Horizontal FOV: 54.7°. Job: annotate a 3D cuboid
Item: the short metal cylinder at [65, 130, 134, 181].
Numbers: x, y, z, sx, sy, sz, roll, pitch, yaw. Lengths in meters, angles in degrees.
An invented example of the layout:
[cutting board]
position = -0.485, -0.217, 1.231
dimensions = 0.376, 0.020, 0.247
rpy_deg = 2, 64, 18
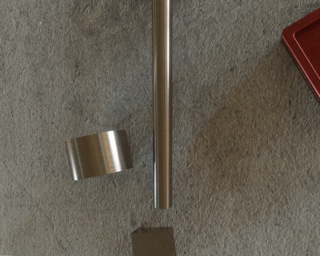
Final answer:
[short metal cylinder]
position = -0.079, 0.035, 0.406
dimensions = 0.080, 0.080, 0.050
rpy_deg = -13, 86, 19

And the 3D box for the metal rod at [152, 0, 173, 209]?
[metal rod]
position = 0.003, -0.046, 0.390
dimensions = 0.025, 0.025, 0.298
rpy_deg = 2, 97, 19

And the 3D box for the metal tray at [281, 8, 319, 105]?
[metal tray]
position = 0.204, -0.072, 0.334
dimensions = 0.090, 0.030, 0.130
rpy_deg = -30, 81, 17

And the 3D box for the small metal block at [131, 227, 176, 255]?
[small metal block]
position = -0.008, 0.161, 0.411
dimensions = 0.050, 0.025, 0.050
rpy_deg = -8, 87, 19
